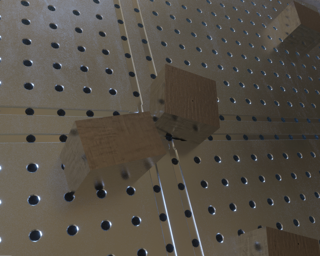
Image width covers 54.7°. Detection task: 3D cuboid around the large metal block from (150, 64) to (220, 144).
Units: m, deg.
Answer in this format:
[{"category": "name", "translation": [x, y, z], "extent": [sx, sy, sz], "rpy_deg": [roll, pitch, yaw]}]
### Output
[{"category": "large metal block", "translation": [0.032, -0.032, 0.431], "extent": [0.081, 0.050, 0.080], "rpy_deg": [15, 56, -20]}]

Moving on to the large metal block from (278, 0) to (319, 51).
[{"category": "large metal block", "translation": [0.328, -0.236, 0.717], "extent": [0.081, 0.050, 0.080], "rpy_deg": [14, 56, -21]}]

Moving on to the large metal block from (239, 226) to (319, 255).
[{"category": "large metal block", "translation": [0.145, 0.171, 0.368], "extent": [0.081, 0.050, 0.080], "rpy_deg": [19, 54, -18]}]

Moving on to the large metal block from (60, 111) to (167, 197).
[{"category": "large metal block", "translation": [-0.053, 0.028, 0.328], "extent": [0.081, 0.080, 0.050], "rpy_deg": [-9, 67, -33]}]
